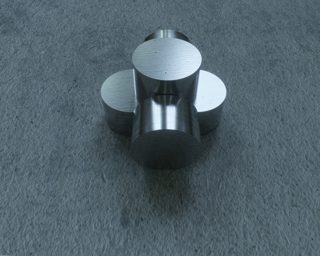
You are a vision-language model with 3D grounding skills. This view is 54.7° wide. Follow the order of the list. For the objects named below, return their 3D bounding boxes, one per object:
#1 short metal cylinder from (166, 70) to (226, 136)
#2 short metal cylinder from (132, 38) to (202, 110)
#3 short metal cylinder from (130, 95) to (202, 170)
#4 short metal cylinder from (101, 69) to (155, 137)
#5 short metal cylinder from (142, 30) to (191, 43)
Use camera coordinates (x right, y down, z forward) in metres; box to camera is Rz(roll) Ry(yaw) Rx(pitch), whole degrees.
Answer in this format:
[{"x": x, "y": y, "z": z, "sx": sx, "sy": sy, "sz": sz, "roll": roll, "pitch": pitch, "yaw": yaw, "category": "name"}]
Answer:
[{"x": 0.045, "y": -0.034, "z": 0.418, "sx": 0.081, "sy": 0.050, "sz": 0.080, "roll": 0, "pitch": 50, "yaw": 0, "category": "short metal cylinder"}, {"x": 0.008, "y": -0.066, "z": 0.378, "sx": 0.081, "sy": 0.050, "sz": 0.080, "roll": 0, "pitch": 50, "yaw": 0, "category": "short metal cylinder"}, {"x": 0.007, "y": 0.007, "z": 0.363, "sx": 0.081, "sy": 0.080, "sz": 0.050, "roll": 0, "pitch": 50, "yaw": 0, "category": "short metal cylinder"}, {"x": -0.035, "y": -0.034, "z": 0.416, "sx": 0.081, "sy": 0.050, "sz": 0.080, "roll": 0, "pitch": 50, "yaw": 0, "category": "short metal cylinder"}, {"x": 0.010, "y": -0.093, "z": 0.448, "sx": 0.081, "sy": 0.080, "sz": 0.050, "roll": 0, "pitch": 50, "yaw": -1, "category": "short metal cylinder"}]
